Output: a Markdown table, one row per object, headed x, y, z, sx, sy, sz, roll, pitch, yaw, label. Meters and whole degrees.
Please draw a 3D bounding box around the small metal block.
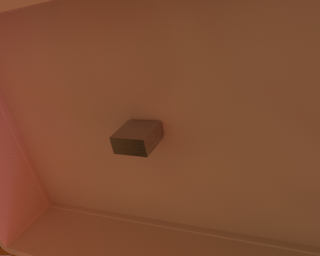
| x | y | z | sx | sy | sz | roll | pitch | yaw | label |
| --- | --- | --- | --- | --- | --- | --- | --- | --- | --- |
| -0.030 | 0.013 | 0.410 | 0.050 | 0.050 | 0.025 | 3 | 120 | 26 | small metal block |
